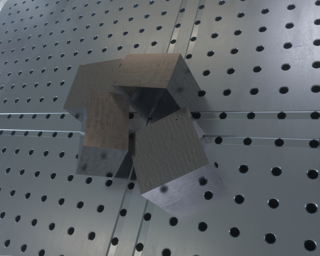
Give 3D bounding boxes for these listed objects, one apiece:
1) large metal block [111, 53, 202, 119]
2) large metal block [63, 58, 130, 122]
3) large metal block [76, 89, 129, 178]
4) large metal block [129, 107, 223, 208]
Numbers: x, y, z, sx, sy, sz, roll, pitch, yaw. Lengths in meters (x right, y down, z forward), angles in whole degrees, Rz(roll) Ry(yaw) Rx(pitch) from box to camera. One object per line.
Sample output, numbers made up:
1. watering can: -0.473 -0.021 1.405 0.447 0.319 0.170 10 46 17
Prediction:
1. large metal block: -0.002 -0.052 0.407 0.080 0.080 0.050 8 66 31
2. large metal block: -0.088 -0.054 0.473 0.080 0.050 0.080 -2 61 27
3. large metal block: -0.074 0.009 0.399 0.050 0.080 0.080 8 56 -17
4. large metal block: 0.015 0.035 0.364 0.080 0.050 0.080 -27 52 11
